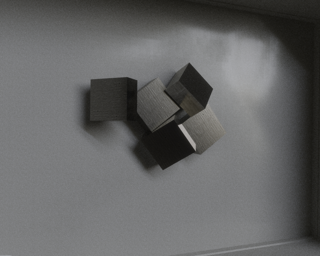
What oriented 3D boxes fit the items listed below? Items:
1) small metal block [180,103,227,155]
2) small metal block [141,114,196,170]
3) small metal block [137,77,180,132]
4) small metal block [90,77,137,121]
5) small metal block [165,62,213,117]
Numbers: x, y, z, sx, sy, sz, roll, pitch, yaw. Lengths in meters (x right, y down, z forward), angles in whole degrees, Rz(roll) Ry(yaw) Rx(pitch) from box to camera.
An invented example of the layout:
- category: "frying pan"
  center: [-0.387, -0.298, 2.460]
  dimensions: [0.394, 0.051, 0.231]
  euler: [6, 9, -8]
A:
- category: "small metal block"
  center: [0.056, 0.001, 0.431]
  dimensions: [0.050, 0.025, 0.050]
  euler: [-38, 102, -16]
- category: "small metal block"
  center: [0.012, 0.018, 0.402]
  dimensions: [0.050, 0.025, 0.050]
  euler: [-32, 102, 14]
- category: "small metal block"
  center: [-0.011, -0.030, 0.406]
  dimensions: [0.050, 0.025, 0.050]
  euler: [-39, 103, -16]
- category: "small metal block"
  center: [-0.056, -0.033, 0.374]
  dimensions: [0.050, 0.025, 0.050]
  euler: [0, 89, 23]
- category: "small metal block"
  center: [0.040, -0.051, 0.412]
  dimensions: [0.050, 0.025, 0.050]
  euler: [45, 41, -15]
